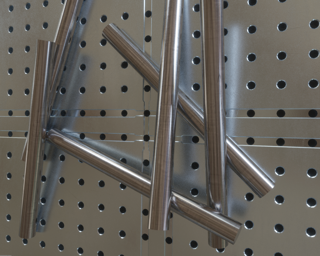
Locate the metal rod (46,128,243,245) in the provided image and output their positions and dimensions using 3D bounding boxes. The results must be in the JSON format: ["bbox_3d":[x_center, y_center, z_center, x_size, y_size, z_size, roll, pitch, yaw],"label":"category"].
[{"bbox_3d":[-0.039,0.064,0.406,0.300,0.025,0.025,23,98,26],"label":"metal rod"}]

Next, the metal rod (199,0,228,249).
[{"bbox_3d":[0.063,-0.002,0.356,0.025,0.025,0.298,1,103,20],"label":"metal rod"}]

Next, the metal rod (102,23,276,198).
[{"bbox_3d":[0.028,-0.032,0.403,0.025,0.025,0.300,-47,76,14],"label":"metal rod"}]

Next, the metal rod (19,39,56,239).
[{"bbox_3d":[-0.183,0.023,0.459,0.025,0.025,0.298,14,102,19],"label":"metal rod"}]

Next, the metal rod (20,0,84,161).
[{"bbox_3d":[-0.159,-0.091,0.469,0.025,0.025,0.298,20,97,19],"label":"metal rod"}]

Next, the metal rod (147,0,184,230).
[{"bbox_3d":[0.009,-0.032,0.379,0.025,0.025,0.299,0,78,20],"label":"metal rod"}]
